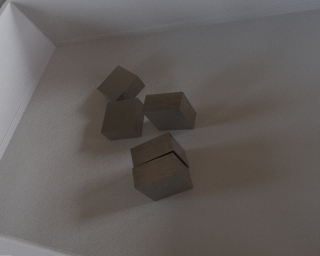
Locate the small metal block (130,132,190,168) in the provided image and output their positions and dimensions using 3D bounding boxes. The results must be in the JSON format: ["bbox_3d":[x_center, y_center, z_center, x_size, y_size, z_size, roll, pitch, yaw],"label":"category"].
[{"bbox_3d":[0.001,0.036,0.366,0.050,0.050,0.025,-24,53,13],"label":"small metal block"}]

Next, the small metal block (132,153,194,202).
[{"bbox_3d":[0.004,0.057,0.352,0.050,0.050,0.025,-22,54,14],"label":"small metal block"}]

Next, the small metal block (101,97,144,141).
[{"bbox_3d":[-0.051,-0.012,0.438,0.050,0.025,0.050,-7,59,24],"label":"small metal block"}]

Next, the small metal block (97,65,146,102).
[{"bbox_3d":[-0.060,-0.062,0.474,0.050,0.025,0.050,34,80,38],"label":"small metal block"}]

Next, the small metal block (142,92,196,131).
[{"bbox_3d":[0.013,-0.020,0.394,0.050,0.050,0.025,-3,61,26],"label":"small metal block"}]
